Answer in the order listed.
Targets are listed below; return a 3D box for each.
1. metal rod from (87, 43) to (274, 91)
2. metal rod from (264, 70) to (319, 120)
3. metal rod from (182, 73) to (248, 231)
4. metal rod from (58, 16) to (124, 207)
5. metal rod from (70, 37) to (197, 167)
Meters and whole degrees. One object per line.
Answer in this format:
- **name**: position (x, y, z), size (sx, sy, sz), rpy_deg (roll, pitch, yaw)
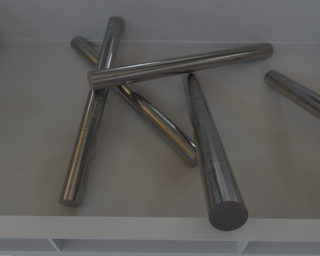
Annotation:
- **metal rod**: position (0.045, -0.094, 0.454), size (0.302, 0.025, 0.025), rpy_deg (-15, 51, -24)
- **metal rod**: position (0.194, -0.012, 0.340), size (0.025, 0.025, 0.300), rpy_deg (-8, 27, -6)
- **metal rod**: position (0.045, -0.008, 0.333), size (0.025, 0.025, 0.300), rpy_deg (0, 25, 0)
- **metal rod**: position (-0.084, -0.043, 0.417), size (0.025, 0.025, 0.300), rpy_deg (4, 57, 3)
- **metal rod**: position (-0.047, -0.053, 0.448), size (0.025, 0.025, 0.300), rpy_deg (-31, 57, -23)
